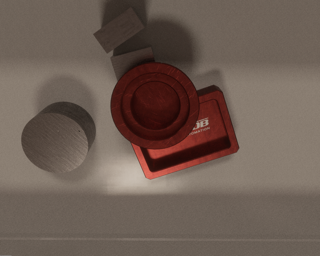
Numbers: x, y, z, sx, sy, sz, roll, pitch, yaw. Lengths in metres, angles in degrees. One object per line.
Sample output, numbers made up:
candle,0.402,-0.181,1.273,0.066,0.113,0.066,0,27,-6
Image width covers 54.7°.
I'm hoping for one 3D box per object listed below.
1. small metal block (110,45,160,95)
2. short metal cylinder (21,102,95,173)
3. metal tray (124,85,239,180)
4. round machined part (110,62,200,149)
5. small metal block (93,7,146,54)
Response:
small metal block,-0.028,-0.071,0.385,0.050,0.025,0.050,-14,110,4
short metal cylinder,-0.128,0.011,0.400,0.081,0.050,0.079,0,110,-1
metal tray,0.029,0.007,0.411,0.131,0.030,0.090,-19,109,6
round machined part,-0.005,-0.028,0.361,0.099,0.042,0.097,0,103,2
small metal block,-0.044,-0.113,0.356,0.050,0.050,0.025,-32,107,11
